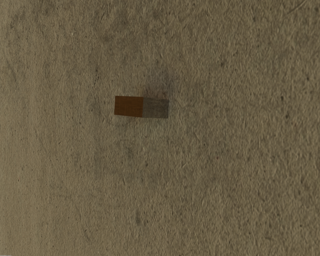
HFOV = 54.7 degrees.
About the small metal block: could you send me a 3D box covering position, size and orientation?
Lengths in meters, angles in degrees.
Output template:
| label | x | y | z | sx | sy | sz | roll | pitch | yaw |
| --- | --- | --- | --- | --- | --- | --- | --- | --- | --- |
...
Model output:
| label | x | y | z | sx | sy | sz | roll | pitch | yaw |
| --- | --- | --- | --- | --- | --- | --- | --- | --- | --- |
| small metal block | -0.024 | -0.027 | 0.407 | 0.050 | 0.050 | 0.025 | 7 | 95 | 39 |
